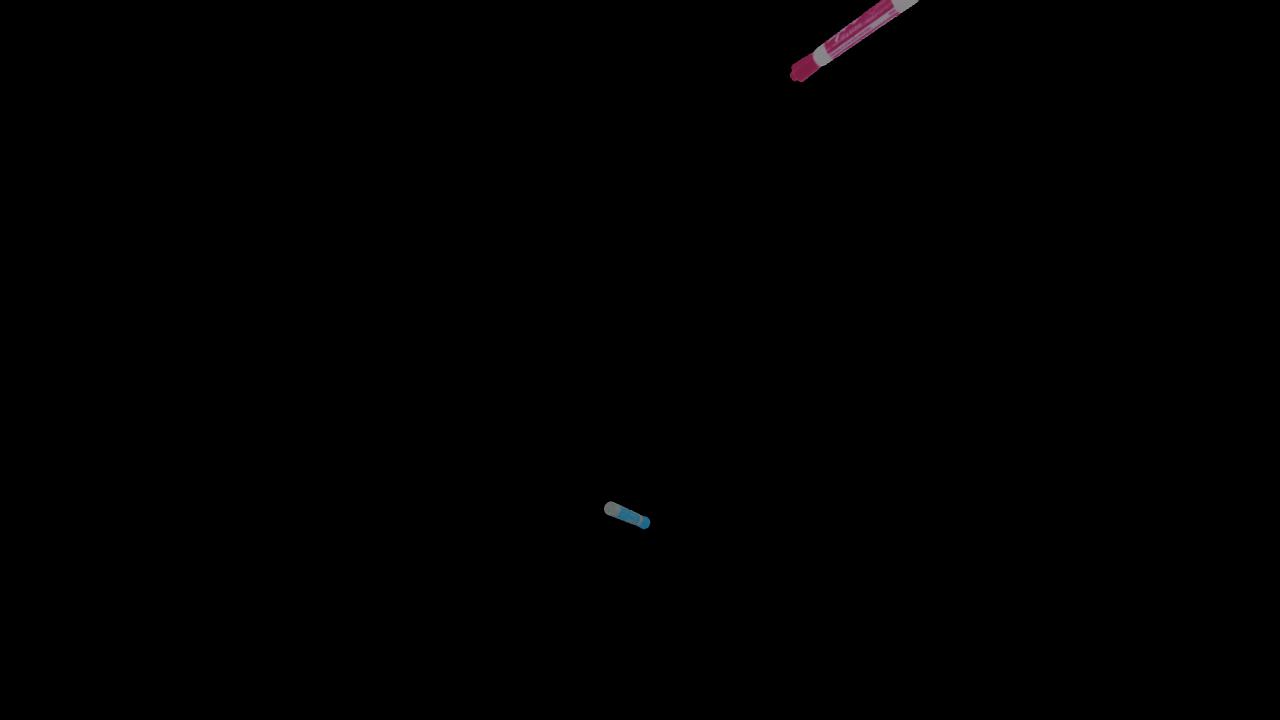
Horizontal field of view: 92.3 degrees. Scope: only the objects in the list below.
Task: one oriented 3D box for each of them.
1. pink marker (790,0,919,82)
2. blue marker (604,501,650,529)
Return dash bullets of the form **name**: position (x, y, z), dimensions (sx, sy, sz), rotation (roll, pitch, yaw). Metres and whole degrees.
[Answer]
- **pink marker**: position (0.185, -0.286, 0.545), dimensions (0.020, 0.020, 0.121), rotation (0, -14, -41)
- **blue marker**: position (-0.016, 0.225, 0.885), dimensions (0.020, 0.020, 0.121), rotation (0, -23, 27)
